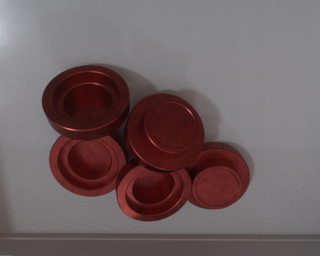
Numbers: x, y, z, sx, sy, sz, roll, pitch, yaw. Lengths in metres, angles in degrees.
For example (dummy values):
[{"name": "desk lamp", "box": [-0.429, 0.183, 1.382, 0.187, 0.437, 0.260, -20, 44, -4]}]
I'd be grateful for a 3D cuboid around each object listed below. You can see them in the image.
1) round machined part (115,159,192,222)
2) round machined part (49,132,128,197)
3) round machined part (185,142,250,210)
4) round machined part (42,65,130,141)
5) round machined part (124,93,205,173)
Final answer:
[{"name": "round machined part", "box": [-0.011, 0.074, 0.415, 0.099, 0.042, 0.097, -6, 117, -12]}, {"name": "round machined part", "box": [-0.091, 0.039, 0.413, 0.099, 0.042, 0.097, 0, 110, -1]}, {"name": "round machined part", "box": [0.076, 0.072, 0.428, 0.099, 0.042, 0.097, 0, 110, -1]}, {"name": "round machined part", "box": [-0.085, -0.026, 0.371, 0.099, 0.098, 0.042, 3, 146, -2]}, {"name": "round machined part", "box": [0.009, 0.002, 0.372, 0.099, 0.042, 0.098, 6, 70, -16]}]
